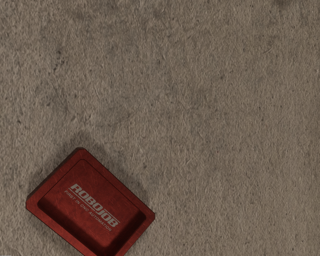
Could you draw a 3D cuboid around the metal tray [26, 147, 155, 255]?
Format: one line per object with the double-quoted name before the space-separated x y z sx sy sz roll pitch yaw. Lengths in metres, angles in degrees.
"metal tray" -0.081 0.098 0.377 0.130 0.030 0.090 46 75 -15
